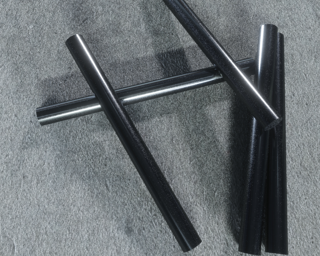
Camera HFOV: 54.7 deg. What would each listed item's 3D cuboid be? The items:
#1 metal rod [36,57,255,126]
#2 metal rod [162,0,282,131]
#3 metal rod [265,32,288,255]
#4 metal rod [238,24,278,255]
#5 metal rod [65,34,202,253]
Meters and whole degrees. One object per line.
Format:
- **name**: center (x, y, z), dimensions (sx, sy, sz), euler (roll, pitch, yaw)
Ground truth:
- **metal rod**: center (-0.014, -0.052, 0.426), dimensions (0.302, 0.025, 0.025), euler (-14, 71, -6)
- **metal rod**: center (0.065, -0.120, 0.431), dimensions (0.025, 0.025, 0.299), euler (-27, 64, -10)
- **metal rod**: center (0.152, 0.005, 0.408), dimensions (0.025, 0.025, 0.299), euler (7, 70, 2)
- **metal rod**: center (0.128, 0.002, 0.397), dimensions (0.025, 0.025, 0.299), euler (9, 74, 3)
- **metal rod**: center (-0.038, 0.011, 0.384), dimensions (0.025, 0.025, 0.299), euler (-29, 80, -10)
